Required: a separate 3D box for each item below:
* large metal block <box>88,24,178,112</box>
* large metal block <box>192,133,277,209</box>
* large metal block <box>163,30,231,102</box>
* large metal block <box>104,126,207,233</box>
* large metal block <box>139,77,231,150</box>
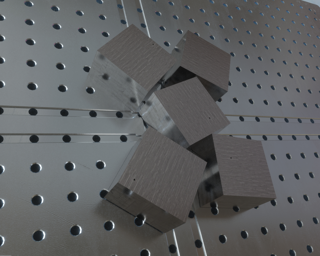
[{"bbox_3d":[-0.036,-0.082,0.422,0.080,0.050,0.080,39,51,-1],"label":"large metal block"},{"bbox_3d":[0.094,0.059,0.406,0.081,0.050,0.080,9,58,-24],"label":"large metal block"},{"bbox_3d":[0.059,-0.089,0.476,0.080,0.050,0.080,25,53,-16],"label":"large metal block"},{"bbox_3d":[-0.003,0.059,0.352,0.080,0.050,0.080,33,51,-7],"label":"large metal block"},{"bbox_3d":[0.033,-0.014,0.417,0.081,0.050,0.080,-25,75,-37],"label":"large metal block"}]
